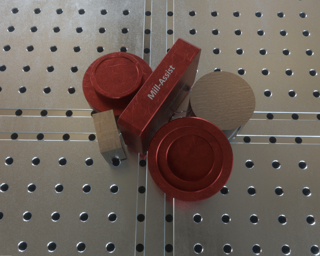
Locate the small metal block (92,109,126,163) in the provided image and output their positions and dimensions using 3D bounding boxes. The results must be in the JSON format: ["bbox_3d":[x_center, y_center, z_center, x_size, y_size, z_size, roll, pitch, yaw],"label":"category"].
[{"bbox_3d":[-0.063,0.011,0.389,0.025,0.050,0.050,-14,71,-5],"label":"small metal block"}]

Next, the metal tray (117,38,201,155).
[{"bbox_3d":[0.001,-0.036,0.386,0.030,0.090,0.130,31,73,10],"label":"metal tray"}]

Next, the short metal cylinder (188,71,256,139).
[{"bbox_3d":[0.077,-0.027,0.404,0.081,0.050,0.080,0,70,0],"label":"short metal cylinder"}]

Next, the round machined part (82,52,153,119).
[{"bbox_3d":[-0.056,-0.063,0.420,0.099,0.042,0.098,0,70,0],"label":"round machined part"}]

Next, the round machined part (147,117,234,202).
[{"bbox_3d":[0.037,0.035,0.374,0.098,0.042,0.097,0,91,10],"label":"round machined part"}]
